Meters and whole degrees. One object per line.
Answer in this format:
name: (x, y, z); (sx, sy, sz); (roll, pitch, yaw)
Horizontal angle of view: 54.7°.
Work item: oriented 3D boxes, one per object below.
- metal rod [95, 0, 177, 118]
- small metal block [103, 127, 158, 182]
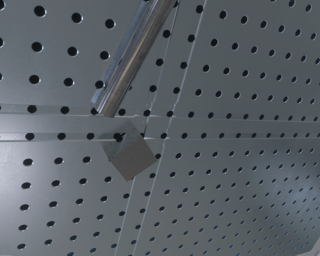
metal rod: (0.008, -0.143, 0.326); (0.025, 0.025, 0.298); (20, 108, -36)
small metal block: (-0.039, 0.036, 0.413); (0.050, 0.025, 0.050); (-34, 129, -6)
